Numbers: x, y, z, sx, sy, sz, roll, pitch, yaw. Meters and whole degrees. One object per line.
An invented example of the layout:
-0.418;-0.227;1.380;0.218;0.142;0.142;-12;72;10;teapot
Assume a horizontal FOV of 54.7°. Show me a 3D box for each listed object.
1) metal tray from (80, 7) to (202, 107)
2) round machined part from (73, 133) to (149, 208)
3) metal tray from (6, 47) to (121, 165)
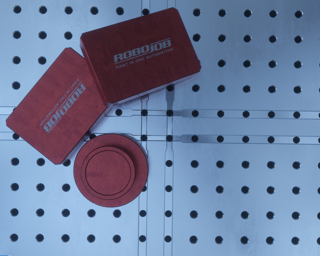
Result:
-0.024;-0.090;0.393;0.131;0.030;0.090;-22;90;-16;metal tray
-0.064;0.056;0.404;0.099;0.042;0.097;0;90;0;round machined part
-0.124;-0.028;0.410;0.090;0.030;0.130;39;90;0;metal tray
